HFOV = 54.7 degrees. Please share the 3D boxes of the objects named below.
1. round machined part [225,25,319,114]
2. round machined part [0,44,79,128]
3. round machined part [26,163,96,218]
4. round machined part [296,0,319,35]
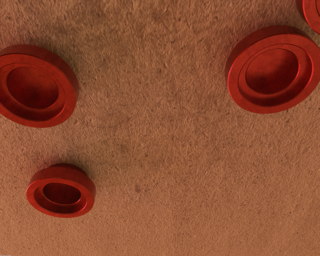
[{"bbox_3d":[0.120,-0.066,0.340,0.099,0.042,0.097,0,130,0],"label":"round machined part"},{"bbox_3d":[-0.141,-0.050,0.352,0.099,0.042,0.097,0,130,0],"label":"round machined part"},{"bbox_3d":[-0.147,0.092,0.473,0.099,0.042,0.097,0,130,0],"label":"round machined part"},{"bbox_3d":[0.174,-0.135,0.283,0.099,0.042,0.097,0,130,0],"label":"round machined part"}]
